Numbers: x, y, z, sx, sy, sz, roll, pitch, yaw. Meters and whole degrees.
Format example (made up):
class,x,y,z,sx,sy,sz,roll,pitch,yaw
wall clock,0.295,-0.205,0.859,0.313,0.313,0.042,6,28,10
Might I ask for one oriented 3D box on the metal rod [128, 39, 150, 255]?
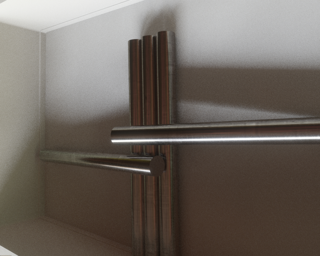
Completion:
class,x,y,z,sx,sy,sz,roll,pitch,yaw
metal rod,-0.029,0.029,0.427,0.025,0.025,0.298,-2,89,39

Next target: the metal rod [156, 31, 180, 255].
class,x,y,z,sx,sy,sz,roll,pitch,yaw
metal rod,0.010,0.028,0.395,0.025,0.025,0.298,-2,89,39

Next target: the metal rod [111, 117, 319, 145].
class,x,y,z,sx,sy,sz,roll,pitch,yaw
metal rod,0.070,0.005,0.324,0.300,0.025,0.025,-2,89,33

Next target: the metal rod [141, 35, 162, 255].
class,x,y,z,sx,sy,sz,roll,pitch,yaw
metal rod,-0.010,0.029,0.411,0.025,0.025,0.298,-2,89,39

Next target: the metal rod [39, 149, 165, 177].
class,x,y,z,sx,sy,sz,roll,pitch,yaw
metal rod,-0.109,0.048,0.471,0.300,0.025,0.025,-1,89,45
